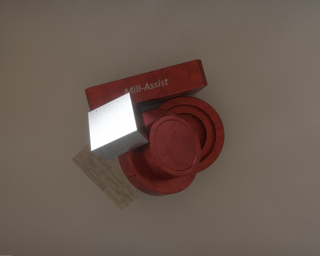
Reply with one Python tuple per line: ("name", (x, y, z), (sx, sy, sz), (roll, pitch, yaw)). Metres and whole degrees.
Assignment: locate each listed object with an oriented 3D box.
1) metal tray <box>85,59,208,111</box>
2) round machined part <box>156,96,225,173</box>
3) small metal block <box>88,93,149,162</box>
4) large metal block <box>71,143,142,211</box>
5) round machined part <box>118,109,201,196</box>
("metal tray", (-0.015, -0.045, 0.377), (0.131, 0.090, 0.030), (-15, 91, -1))
("round machined part", (0.031, 0.009, 0.403), (0.099, 0.042, 0.097), (0, 90, -1))
("small metal block", (-0.044, -0.001, 0.317), (0.050, 0.025, 0.050), (-24, 51, 12))
("large metal block", (-0.052, 0.046, 0.382), (0.050, 0.080, 0.080), (-44, 91, 0))
("round machined part", (0.006, 0.024, 0.344), (0.099, 0.042, 0.098), (14, 65, -31))
